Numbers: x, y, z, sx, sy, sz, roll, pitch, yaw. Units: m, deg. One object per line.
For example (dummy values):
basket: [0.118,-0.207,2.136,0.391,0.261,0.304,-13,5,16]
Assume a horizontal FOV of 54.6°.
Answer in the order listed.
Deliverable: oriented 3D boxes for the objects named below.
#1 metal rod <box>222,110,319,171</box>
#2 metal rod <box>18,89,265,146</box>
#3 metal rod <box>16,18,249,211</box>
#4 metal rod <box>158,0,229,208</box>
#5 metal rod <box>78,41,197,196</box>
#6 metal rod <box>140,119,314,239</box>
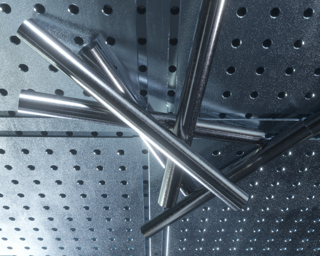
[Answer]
metal rod: [0.198,0.001,0.413,0.299,0.025,0.025,-37,121,27]
metal rod: [-0.006,-0.008,0.376,0.302,0.025,0.025,8,130,-18]
metal rod: [-0.024,-0.010,0.338,0.300,0.025,0.025,39,122,-5]
metal rod: [0.035,-0.033,0.342,0.025,0.025,0.298,8,117,-7]
metal rod: [-0.010,0.014,0.423,0.025,0.025,0.300,-22,127,17]
metal rod: [0.081,0.085,0.453,0.025,0.025,0.299,37,118,-27]
